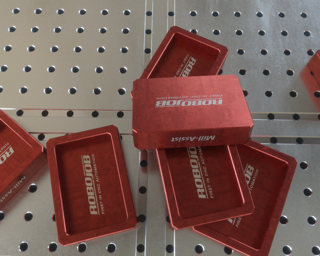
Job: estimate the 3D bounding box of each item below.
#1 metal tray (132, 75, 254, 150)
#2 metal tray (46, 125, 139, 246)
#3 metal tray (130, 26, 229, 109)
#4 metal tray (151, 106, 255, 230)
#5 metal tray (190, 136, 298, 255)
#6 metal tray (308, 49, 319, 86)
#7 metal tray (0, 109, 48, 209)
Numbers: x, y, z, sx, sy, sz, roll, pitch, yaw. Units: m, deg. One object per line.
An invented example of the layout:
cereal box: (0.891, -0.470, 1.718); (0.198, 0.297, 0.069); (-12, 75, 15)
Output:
metal tray: (0.034, -0.021, 0.368); (0.131, 0.030, 0.090); (-3, 48, -1)
metal tray: (-0.084, 0.068, 0.383); (0.091, 0.030, 0.130); (-13, 71, -5)
metal tray: (0.029, -0.072, 0.435); (0.090, 0.030, 0.130); (26, 72, 9)
metal tray: (0.045, 0.044, 0.361); (0.091, 0.030, 0.130); (-11, 70, -4)
metal tray: (0.102, 0.081, 0.379); (0.090, 0.030, 0.130); (24, 72, 8)
metal tray: (0.293, -0.082, 0.440); (0.131, 0.030, 0.090); (-17, 71, -6)
metal tray: (-0.217, 0.051, 0.389); (0.090, 0.030, 0.130); (38, 74, 13)
